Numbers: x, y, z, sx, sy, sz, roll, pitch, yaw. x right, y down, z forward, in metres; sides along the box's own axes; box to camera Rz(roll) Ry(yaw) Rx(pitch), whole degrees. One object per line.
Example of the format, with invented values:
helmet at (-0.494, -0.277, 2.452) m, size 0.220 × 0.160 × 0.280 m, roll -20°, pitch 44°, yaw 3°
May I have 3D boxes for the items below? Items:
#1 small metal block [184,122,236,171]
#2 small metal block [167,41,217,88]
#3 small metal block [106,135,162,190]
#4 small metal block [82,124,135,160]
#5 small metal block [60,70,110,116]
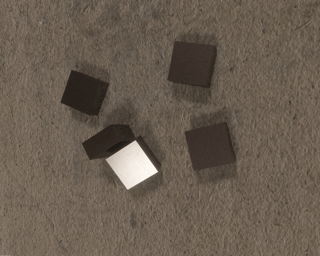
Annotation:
small metal block at (0.063, 0.023, 0.386) m, size 0.050 × 0.025 × 0.050 m, roll -14°, pitch 85°, yaw 19°
small metal block at (0.041, -0.080, 0.394) m, size 0.050 × 0.025 × 0.050 m, roll 12°, pitch 94°, yaw 19°
small metal block at (-0.035, 0.046, 0.413) m, size 0.050 × 0.025 × 0.050 m, roll -33°, pitch 96°, yaw 16°
small metal block at (-0.067, 0.019, 0.418) m, size 0.050 × 0.050 × 0.025 m, roll -31°, pitch 80°, yaw 17°
small metal block at (-0.108, -0.050, 0.446) m, size 0.050 × 0.025 × 0.050 m, roll 23°, pitch 98°, yaw 18°
